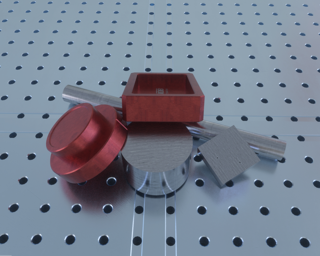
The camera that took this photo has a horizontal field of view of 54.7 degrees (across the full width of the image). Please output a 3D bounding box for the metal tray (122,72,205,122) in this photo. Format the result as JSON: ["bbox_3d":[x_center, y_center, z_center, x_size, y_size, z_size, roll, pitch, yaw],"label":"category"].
[{"bbox_3d":[0.003,-0.044,0.398,0.091,0.030,0.130,0,21,-1],"label":"metal tray"}]

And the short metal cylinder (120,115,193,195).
[{"bbox_3d":[-0.004,0.031,0.361,0.081,0.050,0.080,0,50,0],"label":"short metal cylinder"}]

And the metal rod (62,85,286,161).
[{"bbox_3d":[0.009,-0.011,0.412,0.301,0.025,0.025,15,52,12],"label":"metal rod"}]

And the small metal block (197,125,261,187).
[{"bbox_3d":[0.079,0.033,0.361,0.050,0.025,0.050,-32,72,-5],"label":"small metal block"}]

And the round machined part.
[{"bbox_3d":[-0.089,0.010,0.352,0.098,0.042,0.098,-24,40,22],"label":"round machined part"}]
